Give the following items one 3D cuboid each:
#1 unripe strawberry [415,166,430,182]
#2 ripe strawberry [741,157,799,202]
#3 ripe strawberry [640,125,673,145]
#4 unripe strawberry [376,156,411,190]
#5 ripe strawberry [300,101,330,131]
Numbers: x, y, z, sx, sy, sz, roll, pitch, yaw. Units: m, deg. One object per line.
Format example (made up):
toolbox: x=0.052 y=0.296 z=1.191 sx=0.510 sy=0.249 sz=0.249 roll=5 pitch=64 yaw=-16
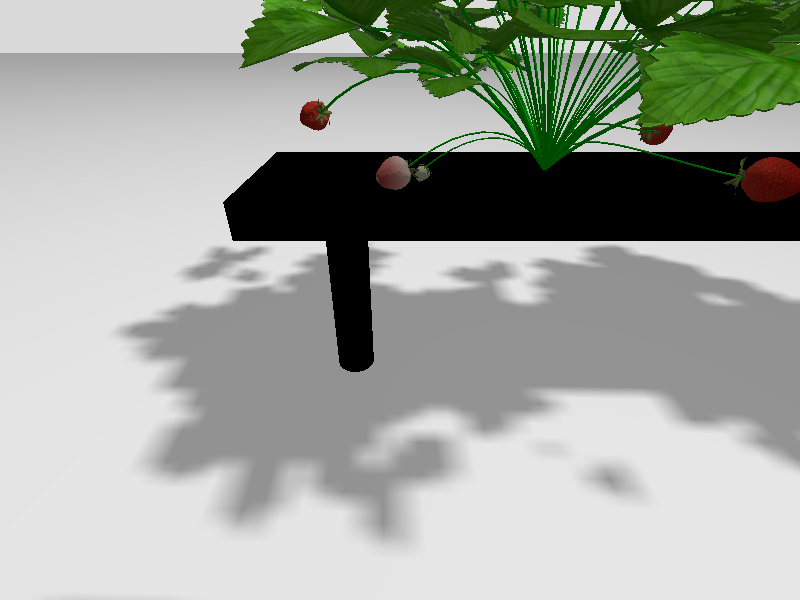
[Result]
unripe strawberry: x=0.017 y=-0.099 z=0.314 sx=0.011 sy=0.011 sz=0.013 roll=27 pitch=19 yaw=-32
ripe strawberry: x=0.250 y=-0.080 z=0.268 sx=0.034 sy=0.029 sz=0.034 roll=20 pitch=38 yaw=27
ripe strawberry: x=0.273 y=-0.181 z=0.423 sx=0.032 sy=0.031 sz=0.030 roll=-20 pitch=38 yaw=-29
unripe strawberry: x=-0.006 y=-0.092 z=0.295 sx=0.025 sy=0.025 sz=0.023 roll=-22 pitch=38 yaw=-11
ripe strawberry: x=-0.103 y=-0.219 z=0.478 sx=0.033 sy=0.032 sz=0.036 roll=5 pitch=29 yaw=40
